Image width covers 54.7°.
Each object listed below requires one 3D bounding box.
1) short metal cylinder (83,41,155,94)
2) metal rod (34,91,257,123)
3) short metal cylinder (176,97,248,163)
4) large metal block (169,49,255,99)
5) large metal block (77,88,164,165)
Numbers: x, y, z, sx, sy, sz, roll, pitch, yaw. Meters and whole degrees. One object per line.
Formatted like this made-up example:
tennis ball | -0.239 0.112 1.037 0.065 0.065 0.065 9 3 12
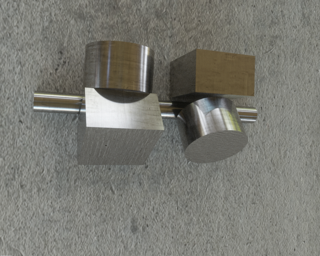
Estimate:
short metal cylinder | -0.048 -0.066 0.363 0.081 0.080 0.050 4 89 -20
metal rod | -0.004 -0.025 0.411 0.302 0.025 0.025 2 89 -20
short metal cylinder | 0.066 0.004 0.399 0.081 0.080 0.050 2 55 -20
large metal block | 0.065 -0.065 0.405 0.081 0.080 0.050 1 90 -20
large metal block | -0.050 0.002 0.356 0.081 0.080 0.050 3 55 -21
